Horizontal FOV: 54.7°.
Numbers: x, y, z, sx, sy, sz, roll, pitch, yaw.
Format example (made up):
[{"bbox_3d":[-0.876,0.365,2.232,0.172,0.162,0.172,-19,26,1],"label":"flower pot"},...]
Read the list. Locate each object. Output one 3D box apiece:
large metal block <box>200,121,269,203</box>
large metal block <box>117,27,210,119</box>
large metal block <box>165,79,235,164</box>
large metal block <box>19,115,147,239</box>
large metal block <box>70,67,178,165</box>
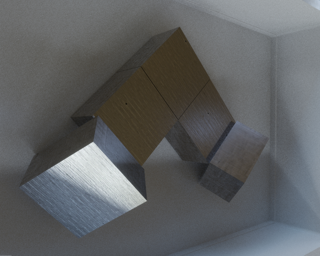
[{"bbox_3d":[0.106,0.050,0.449,0.080,0.050,0.080,-51,164,-27],"label":"large metal block"},{"bbox_3d":[0.007,-0.067,0.393,0.080,0.050,0.080,-51,120,-27],"label":"large metal block"},{"bbox_3d":[0.050,-0.009,0.429,0.080,0.050,0.080,-51,120,-27],"label":"large metal block"},{"bbox_3d":[-0.070,0.048,0.301,0.080,0.050,0.080,-31,117,10],"label":"large metal block"},{"bbox_3d":[-0.038,-0.011,0.356,0.080,0.050,0.080,-51,120,-27],"label":"large metal block"}]
